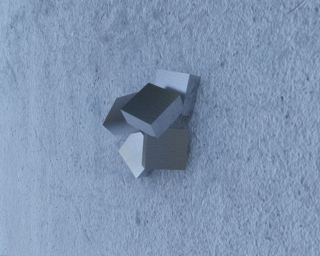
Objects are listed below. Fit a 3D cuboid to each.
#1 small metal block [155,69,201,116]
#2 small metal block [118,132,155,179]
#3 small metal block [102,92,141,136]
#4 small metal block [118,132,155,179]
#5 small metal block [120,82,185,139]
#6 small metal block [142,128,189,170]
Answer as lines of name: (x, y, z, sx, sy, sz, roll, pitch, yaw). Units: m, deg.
small metal block: (0.019, -0.045, 0.389, 0.050, 0.025, 0.050, 18, 101, 38)
small metal block: (-0.023, 0.033, 0.424, 0.050, 0.025, 0.050, -52, 60, 27)
small metal block: (-0.044, -0.020, 0.424, 0.050, 0.025, 0.050, -10, 46, 39)
small metal block: (-0.023, 0.033, 0.424, 0.050, 0.025, 0.050, -52, 60, 27)
small metal block: (-0.008, -0.021, 0.361, 0.050, 0.025, 0.050, 27, 63, 36)
small metal block: (0.006, 0.024, 0.381, 0.025, 0.050, 0.050, -164, 78, -77)
